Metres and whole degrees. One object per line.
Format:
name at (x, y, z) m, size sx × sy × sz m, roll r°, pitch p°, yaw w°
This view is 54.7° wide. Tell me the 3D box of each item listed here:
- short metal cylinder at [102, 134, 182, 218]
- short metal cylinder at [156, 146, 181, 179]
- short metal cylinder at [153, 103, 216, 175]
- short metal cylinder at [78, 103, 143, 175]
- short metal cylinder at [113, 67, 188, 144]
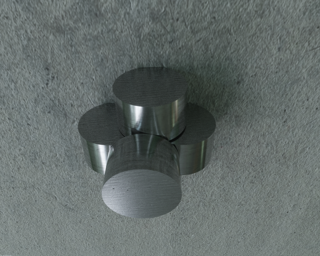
short metal cylinder at (-0.018, 0.052, 0.331) m, size 0.081 × 0.050 × 0.079 m, roll 0°, pitch 130°, yaw 0°
short metal cylinder at (-0.011, 0.050, 0.415) m, size 0.081 × 0.080 × 0.050 m, roll 0°, pitch 130°, yaw -1°
short metal cylinder at (0.026, 0.012, 0.383) m, size 0.081 × 0.080 × 0.050 m, roll 0°, pitch 130°, yaw 0°
short metal cylinder at (-0.056, 0.012, 0.382) m, size 0.081 × 0.080 × 0.050 m, roll -1°, pitch 130°, yaw 0°
short metal cylinder at (-0.010, -0.027, 0.349) m, size 0.081 × 0.080 × 0.050 m, roll -1°, pitch 130°, yaw 0°
